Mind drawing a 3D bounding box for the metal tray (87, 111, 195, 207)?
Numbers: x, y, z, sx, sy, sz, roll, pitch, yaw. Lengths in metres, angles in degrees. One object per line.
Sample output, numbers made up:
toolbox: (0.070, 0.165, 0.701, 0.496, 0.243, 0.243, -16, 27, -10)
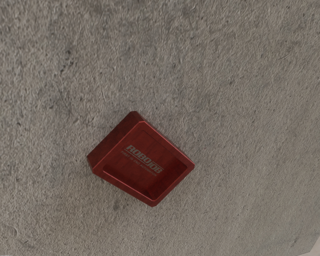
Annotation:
metal tray: (-0.022, 0.047, 0.424, 0.090, 0.030, 0.130, -46, 130, 3)
